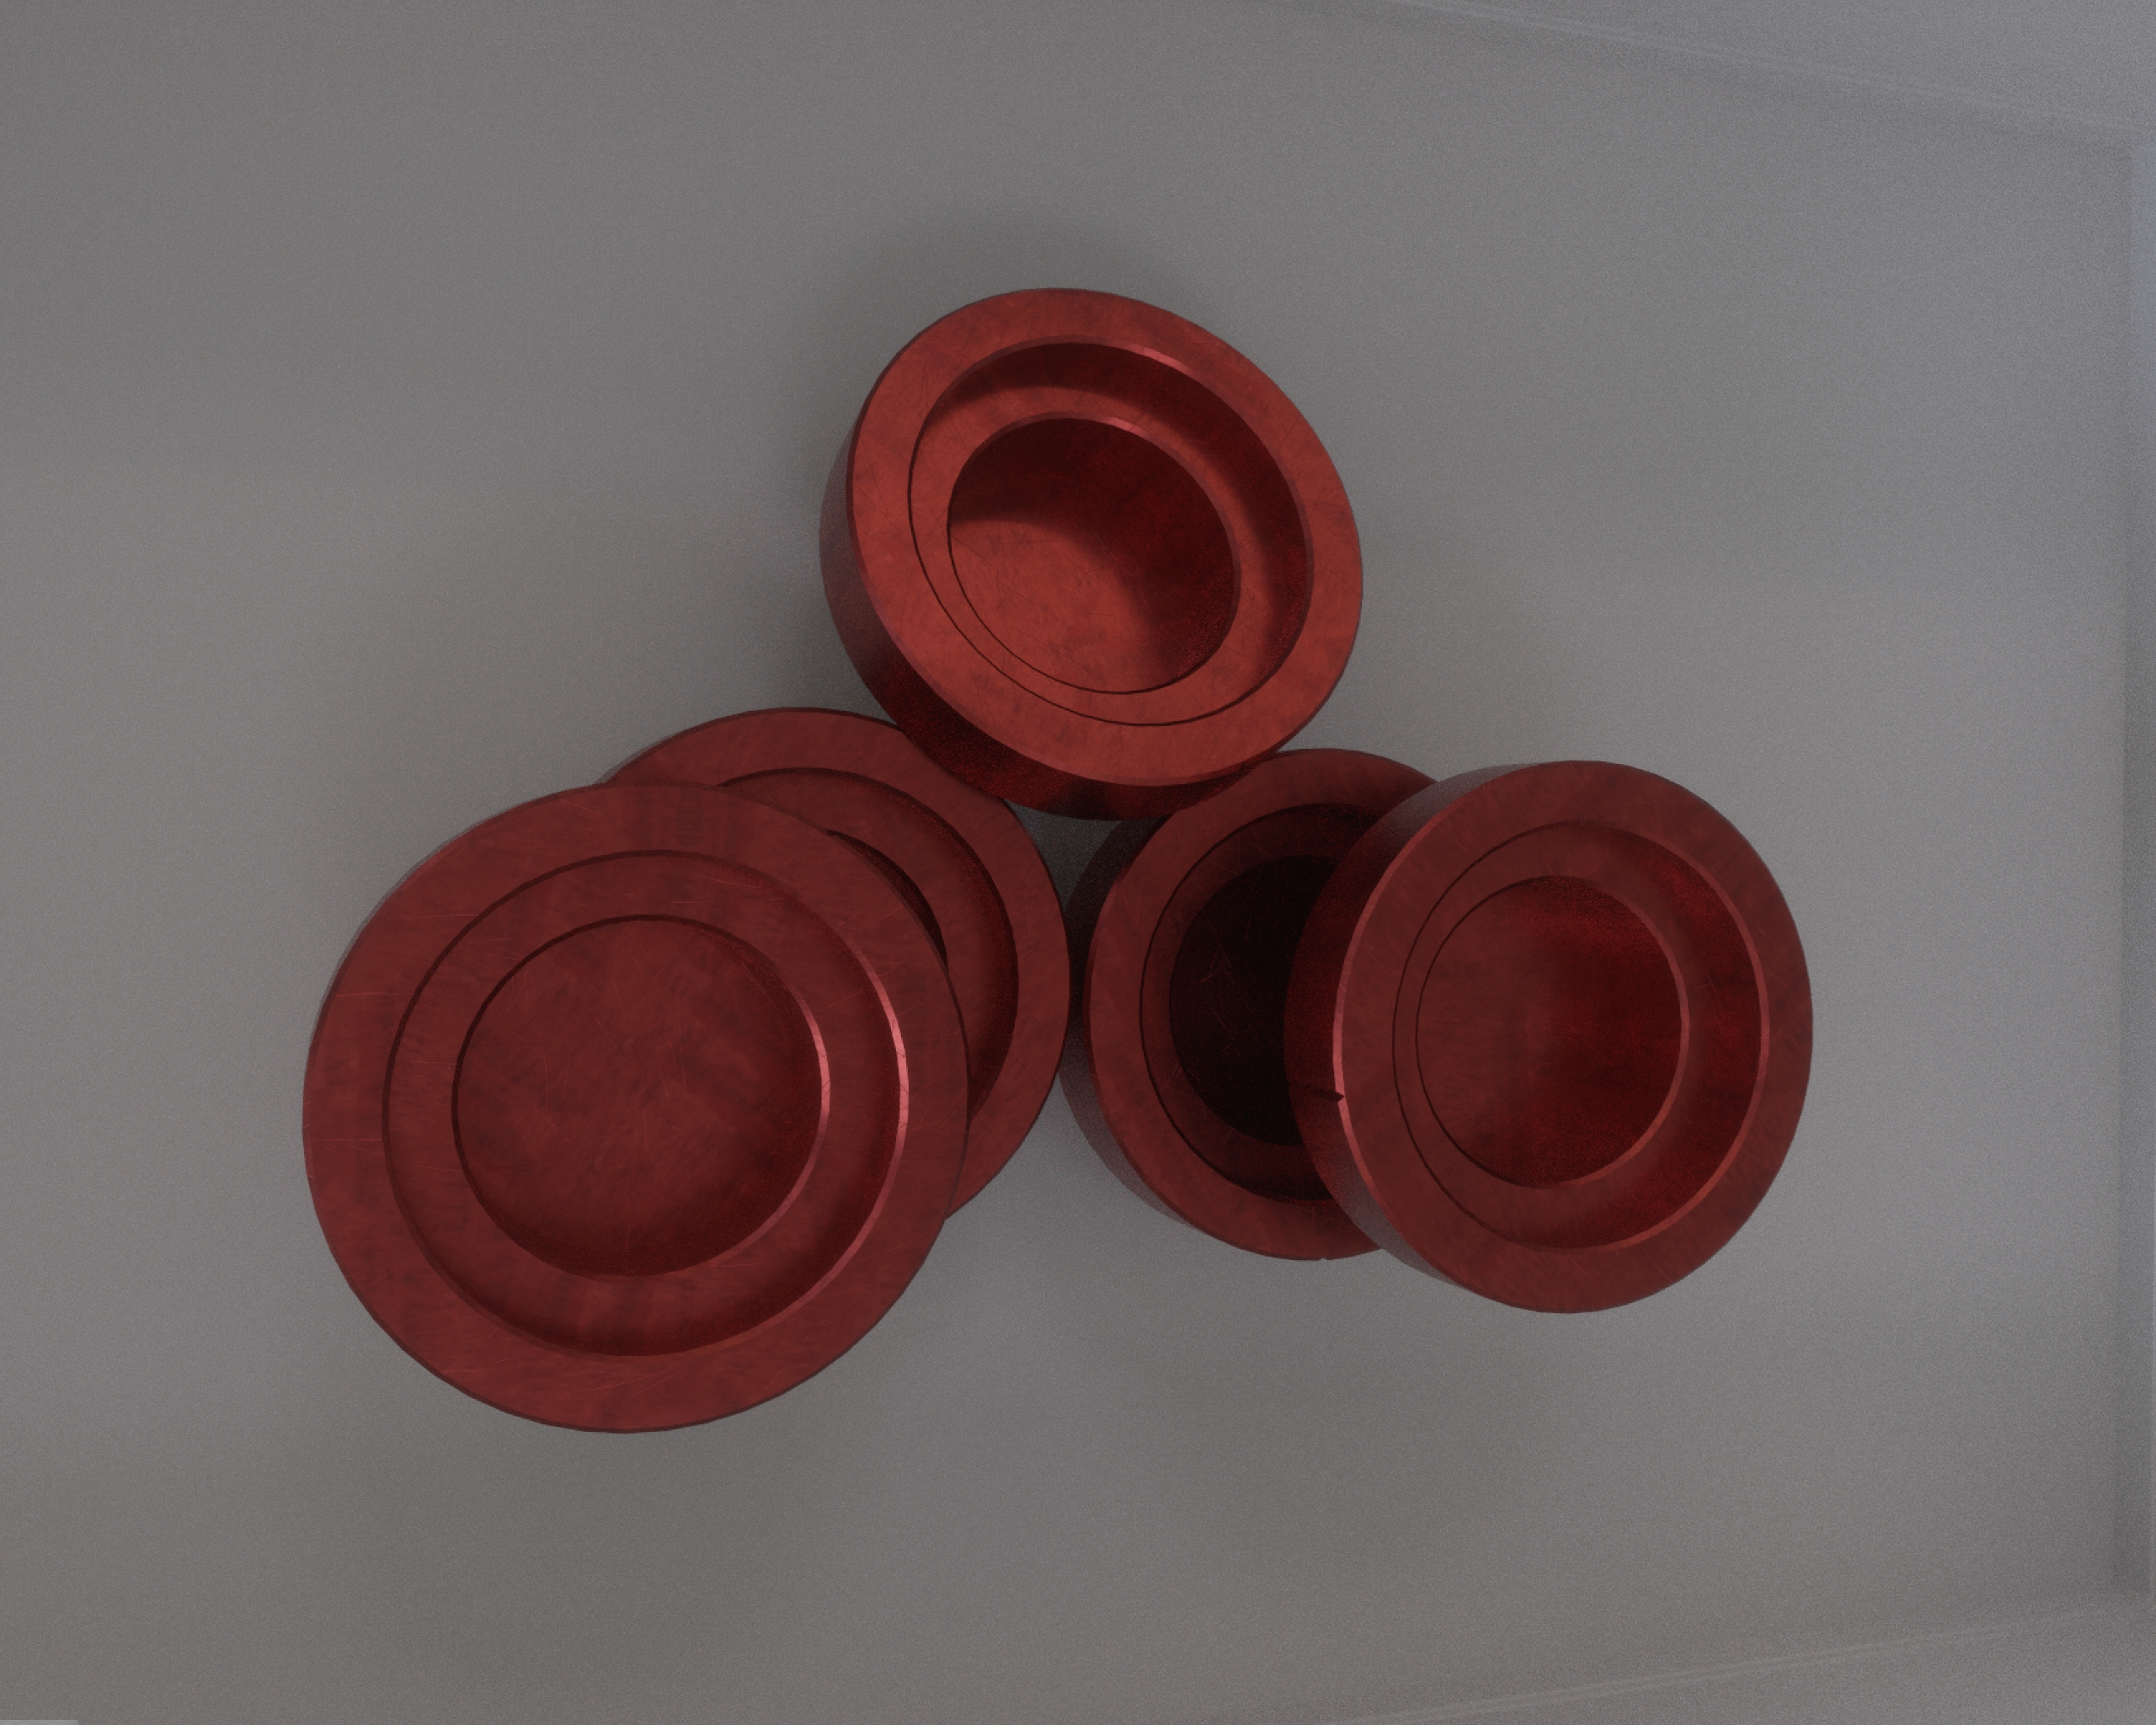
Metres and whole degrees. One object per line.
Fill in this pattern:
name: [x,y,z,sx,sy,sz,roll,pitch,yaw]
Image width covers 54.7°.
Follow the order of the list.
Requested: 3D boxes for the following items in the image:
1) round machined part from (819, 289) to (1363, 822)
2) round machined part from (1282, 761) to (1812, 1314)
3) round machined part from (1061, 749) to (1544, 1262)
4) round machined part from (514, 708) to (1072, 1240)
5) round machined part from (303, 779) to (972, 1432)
round machined part: [0.000,-0.053,0.389,0.099,0.042,0.098,7,70,-19]
round machined part: [0.082,0.031,0.386,0.099,0.042,0.097,0,90,-20]
round machined part: [0.040,0.027,0.415,0.099,0.042,0.097,0,90,-20]
round machined part: [-0.054,0.022,0.380,0.099,0.042,0.097,0,90,-20]
round machined part: [-0.070,0.036,0.330,0.099,0.042,0.097,0,90,-20]
